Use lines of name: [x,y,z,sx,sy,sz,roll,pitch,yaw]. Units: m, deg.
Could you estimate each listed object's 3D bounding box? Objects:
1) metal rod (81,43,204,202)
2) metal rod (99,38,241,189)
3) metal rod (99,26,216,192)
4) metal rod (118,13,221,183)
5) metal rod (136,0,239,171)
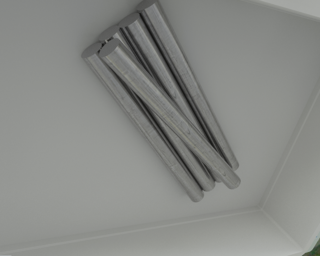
metal rod: [-0.005,0.015,0.414,0.025,0.025,0.300,-37,129,-3]
metal rod: [0.033,0.004,0.394,0.025,0.025,0.300,-44,129,2]
metal rod: [0.013,-0.002,0.413,0.025,0.025,0.300,-37,129,-3]
metal rod: [0.034,-0.016,0.415,0.025,0.025,0.300,-37,129,-3]
metal rod: [0.052,-0.033,0.415,0.025,0.025,0.300,-37,129,-3]
